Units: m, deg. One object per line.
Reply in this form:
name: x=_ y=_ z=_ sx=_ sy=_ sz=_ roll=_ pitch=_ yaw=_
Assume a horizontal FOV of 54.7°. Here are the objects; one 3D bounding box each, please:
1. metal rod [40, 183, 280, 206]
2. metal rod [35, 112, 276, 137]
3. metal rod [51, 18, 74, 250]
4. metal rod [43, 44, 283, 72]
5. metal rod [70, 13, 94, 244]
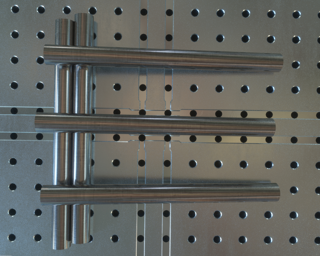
metal rod: x=0.006 y=0.085 z=0.399 sx=0.302 sy=0.025 sz=0.025 roll=1 pitch=90 yaw=-7
metal rod: x=0.000 y=-0.004 z=0.398 sx=0.302 sy=0.025 sz=0.025 roll=1 pitch=90 yaw=-7
metal rod: x=-0.128 y=0.008 z=0.411 sx=0.025 sy=0.025 sz=0.298 roll=1 pitch=90 yaw=-1
metal rod: x=0.010 y=-0.089 z=0.399 sx=0.302 sy=0.025 sz=0.025 roll=1 pitch=90 yaw=-7
metal rod: x=-0.103 y=0.001 z=0.411 sx=0.025 sy=0.025 sz=0.298 roll=1 pitch=90 yaw=-1
